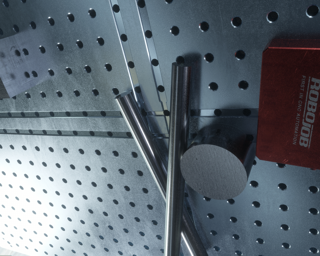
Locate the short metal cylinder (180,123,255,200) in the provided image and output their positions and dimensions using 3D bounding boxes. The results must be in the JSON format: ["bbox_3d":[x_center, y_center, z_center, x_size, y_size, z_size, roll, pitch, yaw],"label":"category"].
[{"bbox_3d":[0.072,0.041,0.383,0.080,0.050,0.079,13,124,21],"label":"short metal cylinder"}]

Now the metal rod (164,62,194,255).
[{"bbox_3d":[0.022,0.062,0.416,0.025,0.025,0.298,12,117,21],"label":"metal rod"}]

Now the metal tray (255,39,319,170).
[{"bbox_3d":[0.150,-0.021,0.316,0.090,0.030,0.129,8,122,24],"label":"metal tray"}]

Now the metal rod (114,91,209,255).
[{"bbox_3d":[0.009,0.085,0.458,0.025,0.025,0.299,-12,113,33],"label":"metal rod"}]

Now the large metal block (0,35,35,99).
[{"bbox_3d":[-0.252,-0.091,0.472,0.080,0.050,0.080,0,119,28],"label":"large metal block"}]
